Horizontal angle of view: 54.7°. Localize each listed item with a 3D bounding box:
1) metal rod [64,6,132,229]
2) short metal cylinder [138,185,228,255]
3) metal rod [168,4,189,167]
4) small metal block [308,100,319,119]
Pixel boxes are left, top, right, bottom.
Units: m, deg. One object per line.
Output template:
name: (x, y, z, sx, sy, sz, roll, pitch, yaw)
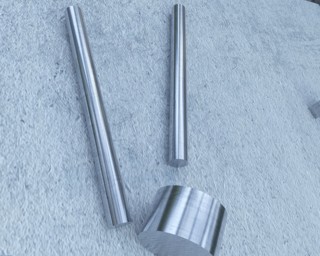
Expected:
metal rod: (-0.082, -0.031, 0.378, 0.025, 0.025, 0.299, -3, 63, -30)
short metal cylinder: (0.024, 0.103, 0.319, 0.080, 0.080, 0.050, 31, 52, -8)
metal rod: (0.028, -0.082, 0.468, 0.025, 0.025, 0.300, 15, 55, -20)
small metal block: (0.321, -0.044, 0.588, 0.050, 0.050, 0.025, -13, 69, -34)
